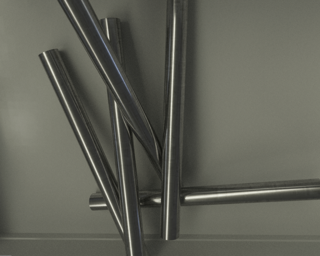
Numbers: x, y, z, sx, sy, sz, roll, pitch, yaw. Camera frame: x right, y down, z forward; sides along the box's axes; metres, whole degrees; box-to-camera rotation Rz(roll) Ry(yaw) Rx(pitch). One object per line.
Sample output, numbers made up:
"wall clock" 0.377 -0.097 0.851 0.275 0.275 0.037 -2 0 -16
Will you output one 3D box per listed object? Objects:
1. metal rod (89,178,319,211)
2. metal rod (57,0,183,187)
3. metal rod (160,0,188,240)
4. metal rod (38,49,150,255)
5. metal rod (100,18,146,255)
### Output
"metal rod" 0.047 0.090 0.409 0.301 0.025 0.025 -7 111 16
"metal rod" -0.031 -0.021 0.354 0.025 0.025 0.299 -21 128 7
"metal rod" 0.016 -0.009 0.376 0.025 0.025 0.298 1 98 -1
"metal rod" -0.080 0.045 0.401 0.025 0.025 0.299 -21 99 7
"metal rod" -0.045 0.021 0.381 0.025 0.025 0.298 -5 96 2
